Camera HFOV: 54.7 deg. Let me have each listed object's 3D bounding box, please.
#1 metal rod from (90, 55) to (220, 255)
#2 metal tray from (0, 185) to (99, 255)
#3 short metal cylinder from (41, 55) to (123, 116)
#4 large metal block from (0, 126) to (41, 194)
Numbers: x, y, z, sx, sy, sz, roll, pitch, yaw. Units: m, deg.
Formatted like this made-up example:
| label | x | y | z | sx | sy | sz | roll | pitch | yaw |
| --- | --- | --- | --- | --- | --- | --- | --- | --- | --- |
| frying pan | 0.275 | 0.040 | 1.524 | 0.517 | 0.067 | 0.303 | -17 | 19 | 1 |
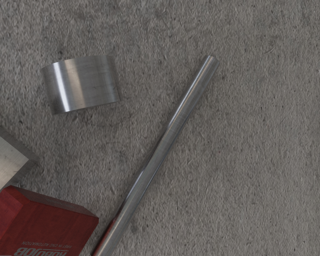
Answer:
| label | x | y | z | sx | sy | sz | roll | pitch | yaw |
| --- | --- | --- | --- | --- | --- | --- | --- | --- | --- |
| metal rod | -0.001 | 0.033 | 0.408 | 0.025 | 0.025 | 0.300 | 34 | 79 | -17 |
| metal tray | -0.127 | 0.117 | 0.316 | 0.090 | 0.030 | 0.130 | -59 | 152 | -10 |
| short metal cylinder | -0.086 | -0.047 | 0.348 | 0.081 | 0.080 | 0.050 | -14 | 95 | -20 |
| large metal block | -0.174 | 0.025 | 0.310 | 0.080 | 0.080 | 0.050 | 41 | 77 | -7 |
